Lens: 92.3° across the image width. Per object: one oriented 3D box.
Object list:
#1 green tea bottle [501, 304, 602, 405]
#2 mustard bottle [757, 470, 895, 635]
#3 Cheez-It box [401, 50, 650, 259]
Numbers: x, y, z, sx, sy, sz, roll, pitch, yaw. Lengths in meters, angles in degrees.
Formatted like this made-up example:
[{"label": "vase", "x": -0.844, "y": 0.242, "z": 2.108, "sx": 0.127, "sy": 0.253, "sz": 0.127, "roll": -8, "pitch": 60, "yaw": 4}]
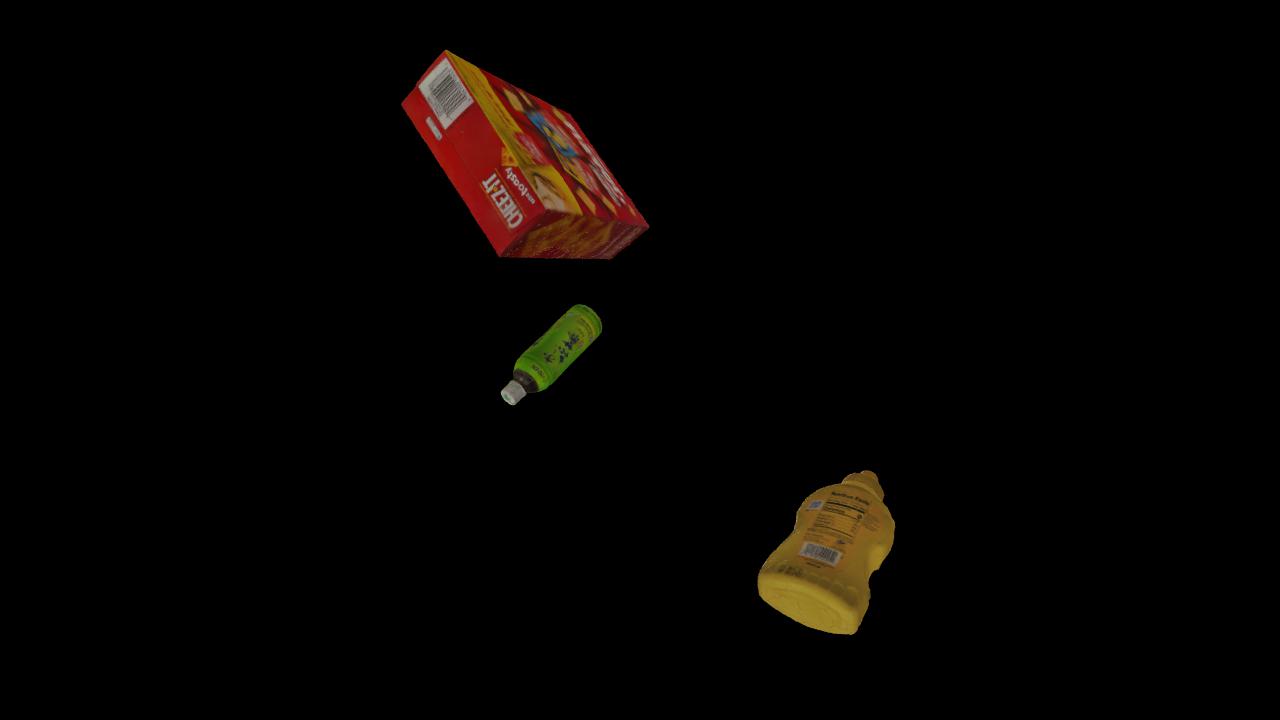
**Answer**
[{"label": "green tea bottle", "x": -0.147, "y": -0.006, "z": 1.012, "sx": 0.073, "sy": 0.073, "sz": 0.212, "roll": 0, "pitch": 41, "yaw": 44}, {"label": "mustard bottle", "x": 0.188, "y": 0.163, "z": 0.577, "sx": 0.092, "sy": 0.054, "sz": 0.184, "roll": 5, "pitch": 31, "yaw": 37}, {"label": "Cheez-It box", "x": -0.097, "y": -0.183, "z": 0.600, "sx": 0.071, "sy": 0.166, "sz": 0.223, "roll": -36, "pitch": -6, "yaw": 23}]
